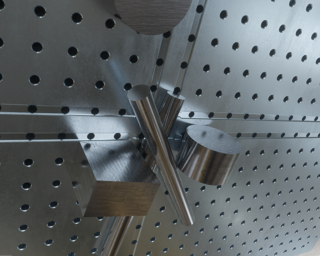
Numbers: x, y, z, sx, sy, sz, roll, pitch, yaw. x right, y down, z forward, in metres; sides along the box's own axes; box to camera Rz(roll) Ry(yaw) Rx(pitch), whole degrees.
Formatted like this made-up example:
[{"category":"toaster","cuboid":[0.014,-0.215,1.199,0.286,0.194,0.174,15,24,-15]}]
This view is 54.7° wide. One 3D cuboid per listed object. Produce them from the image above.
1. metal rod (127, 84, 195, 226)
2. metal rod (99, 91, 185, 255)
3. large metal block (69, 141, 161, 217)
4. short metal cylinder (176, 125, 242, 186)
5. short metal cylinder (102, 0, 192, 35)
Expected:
[{"category":"metal rod","cuboid":[0.013,0.061,0.428,0.025,0.025,0.299,-30,137,-9]},{"category":"metal rod","cuboid":[-0.034,0.087,0.446,0.025,0.025,0.298,10,114,-33]},{"category":"large metal block","cuboid":[-0.058,0.062,0.382,0.081,0.080,0.050,9,114,-32]},{"category":"short metal cylinder","cuboid":[0.068,0.036,0.435,0.081,0.080,0.050,4,117,-30]},{"category":"short metal cylinder","cuboid":[-0.014,-0.137,0.302,0.081,0.050,0.079,-14,124,-21]}]
